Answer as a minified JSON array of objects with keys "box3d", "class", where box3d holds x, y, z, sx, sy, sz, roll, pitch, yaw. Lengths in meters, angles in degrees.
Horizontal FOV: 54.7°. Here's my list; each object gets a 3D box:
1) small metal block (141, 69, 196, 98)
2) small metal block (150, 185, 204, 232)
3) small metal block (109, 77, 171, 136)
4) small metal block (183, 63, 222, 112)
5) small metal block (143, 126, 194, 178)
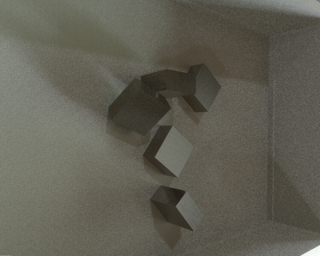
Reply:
[{"box3d":[0.011,-0.056,0.401,0.050,0.050,0.025,2,86,-40],"class":"small metal block"},{"box3d":[0.023,0.106,0.412,0.025,0.050,0.050,-49,119,-29],"class":"small metal block"},{"box3d":[-0.024,-0.024,0.371,0.050,0.025,0.050,30,113,-37],"class":"small metal block"},{"box3d":[0.059,-0.059,0.458,0.050,0.025,0.050,46,63,-31],"class":"small metal block"},{"box3d":[0.012,0.031,0.419,0.050,0.025,0.050,45,63,-31],"class":"small metal block"}]
